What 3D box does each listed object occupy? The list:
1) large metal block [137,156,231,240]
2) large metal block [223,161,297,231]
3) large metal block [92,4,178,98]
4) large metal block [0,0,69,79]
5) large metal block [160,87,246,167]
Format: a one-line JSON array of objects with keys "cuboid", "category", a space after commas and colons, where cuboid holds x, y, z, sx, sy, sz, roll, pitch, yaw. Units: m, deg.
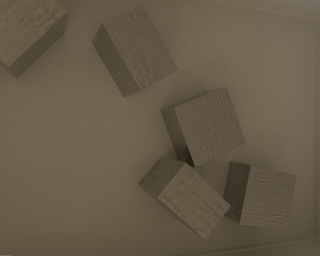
[{"cuboid": [0.027, 0.084, 0.391, 0.080, 0.080, 0.050, 44, 76, -15], "category": "large metal block"}, {"cuboid": [0.142, 0.097, 0.449, 0.081, 0.050, 0.080, 14, 86, -20], "category": "large metal block"}, {"cuboid": [-0.033, -0.086, 0.369, 0.050, 0.080, 0.080, -33, 101, -17], "category": "large metal block"}, {"cuboid": [-0.146, -0.103, 0.327, 0.050, 0.080, 0.080, 44, 76, -15], "category": "large metal block"}, {"cuboid": [0.057, -0.002, 0.418, 0.081, 0.050, 0.080, -23, 98, -19], "category": "large metal block"}]
